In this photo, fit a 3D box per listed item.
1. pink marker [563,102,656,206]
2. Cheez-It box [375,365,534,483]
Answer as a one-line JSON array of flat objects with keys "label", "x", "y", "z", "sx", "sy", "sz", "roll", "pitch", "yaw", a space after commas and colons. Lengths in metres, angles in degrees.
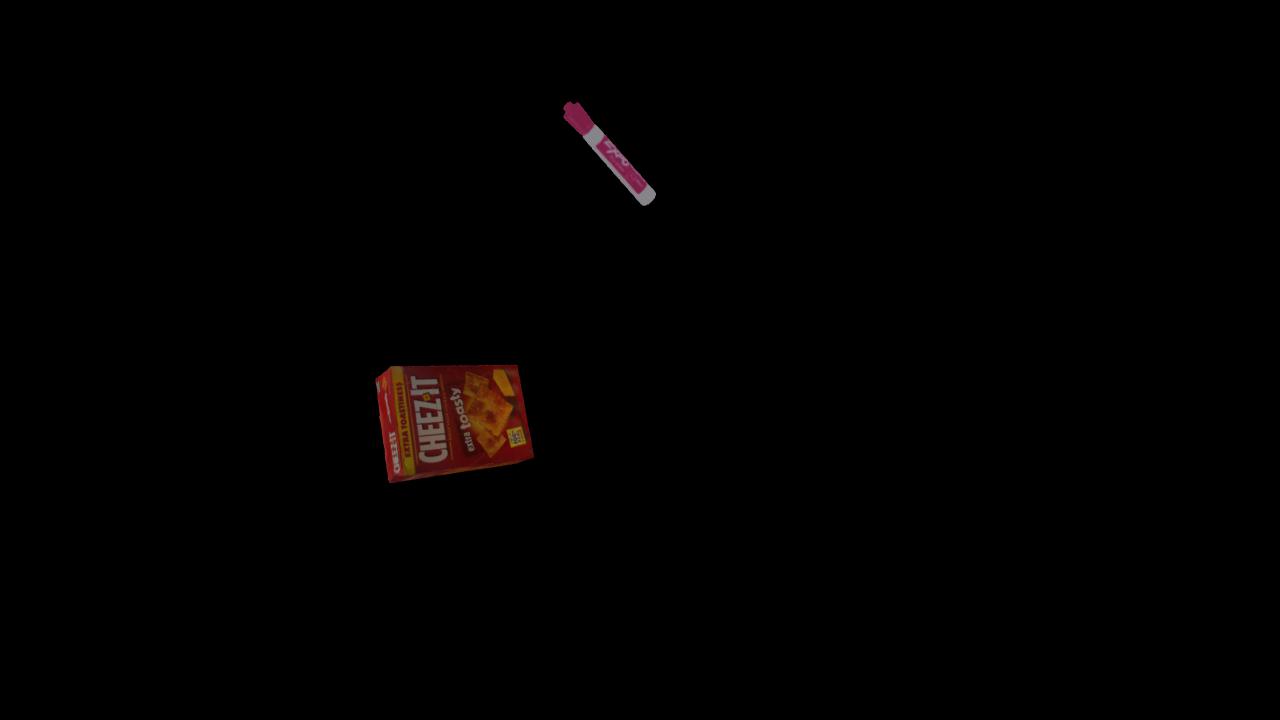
[{"label": "pink marker", "x": -0.028, "y": -0.192, "z": 0.577, "sx": 0.020, "sy": 0.020, "sz": 0.121, "roll": 0, "pitch": -32, "yaw": 46}, {"label": "Cheez-It box", "x": -0.290, "y": 0.093, "z": 0.976, "sx": 0.223, "sy": 0.166, "sz": 0.071, "roll": -1, "pitch": -18, "yaw": -43}]
